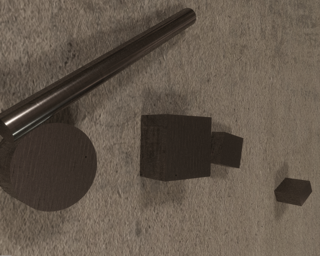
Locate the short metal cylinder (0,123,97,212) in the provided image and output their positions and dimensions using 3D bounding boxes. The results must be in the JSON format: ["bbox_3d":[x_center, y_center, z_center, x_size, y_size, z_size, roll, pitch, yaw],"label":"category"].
[{"bbox_3d":[-0.109,0.035,0.297,0.081,0.050,0.079,-1,92,-42],"label":"short metal cylinder"}]

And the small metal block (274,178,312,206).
[{"bbox_3d":[0.265,0.126,0.615,0.050,0.050,0.025,-33,111,-35],"label":"small metal block"}]

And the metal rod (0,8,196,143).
[{"bbox_3d":[-0.042,-0.078,0.344,0.302,0.025,0.025,-44,117,-40],"label":"metal rod"}]

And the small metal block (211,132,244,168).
[{"bbox_3d":[0.106,0.036,0.496,0.050,0.025,0.050,16,80,-39],"label":"small metal block"}]

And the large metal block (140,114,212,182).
[{"bbox_3d":[0.022,0.024,0.409,0.081,0.050,0.079,2,89,-40],"label":"large metal block"}]
